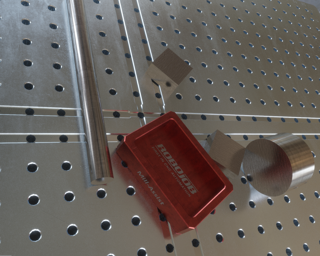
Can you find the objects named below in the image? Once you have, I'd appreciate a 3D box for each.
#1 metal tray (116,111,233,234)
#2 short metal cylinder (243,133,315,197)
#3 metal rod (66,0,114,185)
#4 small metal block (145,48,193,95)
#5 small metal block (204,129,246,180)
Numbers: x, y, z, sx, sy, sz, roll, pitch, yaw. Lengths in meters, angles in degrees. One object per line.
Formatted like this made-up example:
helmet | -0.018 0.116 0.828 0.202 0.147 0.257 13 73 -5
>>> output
metal tray | 0.020 0.051 0.386 0.091 0.030 0.130 -31 79 -38
short metal cylinder | 0.164 0.050 0.433 0.050 0.080 0.080 -11 68 -33
metal rod | -0.096 -0.074 0.402 0.025 0.025 0.299 0 62 -29
small metal block | 0.014 -0.087 0.471 0.050 0.025 0.050 40 51 -2
small metal block | 0.087 0.039 0.434 0.050 0.025 0.050 33 51 -7
